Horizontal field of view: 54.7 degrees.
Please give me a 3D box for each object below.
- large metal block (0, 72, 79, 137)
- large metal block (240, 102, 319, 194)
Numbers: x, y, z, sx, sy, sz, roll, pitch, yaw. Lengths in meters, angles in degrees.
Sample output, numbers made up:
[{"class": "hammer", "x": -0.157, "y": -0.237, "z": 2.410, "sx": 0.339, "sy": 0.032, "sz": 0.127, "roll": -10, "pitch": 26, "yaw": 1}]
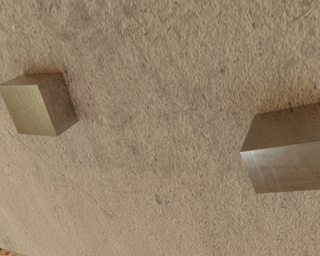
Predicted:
[{"class": "large metal block", "x": -0.180, "y": -0.036, "z": 0.464, "sx": 0.080, "sy": 0.050, "sz": 0.079, "roll": 3, "pitch": 120, "yaw": 26}, {"class": "large metal block", "x": 0.135, "y": 0.018, "z": 0.311, "sx": 0.080, "sy": 0.080, "sz": 0.050, "roll": -12, "pitch": 112, "yaw": 33}]
